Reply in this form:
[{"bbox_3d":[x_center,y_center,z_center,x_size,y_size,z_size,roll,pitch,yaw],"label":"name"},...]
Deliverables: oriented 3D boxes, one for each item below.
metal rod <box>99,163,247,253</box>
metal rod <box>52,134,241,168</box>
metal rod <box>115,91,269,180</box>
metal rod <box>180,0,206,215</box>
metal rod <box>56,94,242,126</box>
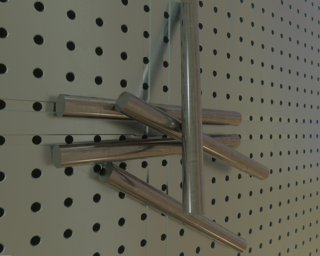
[{"bbox_3d":[0.037,0.125,0.442,0.301,0.025,0.025,37,67,-34],"label":"metal rod"},{"bbox_3d":[0.009,0.026,0.418,0.302,0.025,0.025,-2,92,-40],"label":"metal rod"},{"bbox_3d":[0.066,0.024,0.432,0.301,0.025,0.025,26,74,-37],"label":"metal rod"},{"bbox_3d":[0.039,-0.045,0.392,0.025,0.025,0.299,19,62,-39],"label":"metal rod"},{"bbox_3d":[0.011,-0.019,0.420,0.302,0.025,0.025,2,89,-40],"label":"metal rod"}]
